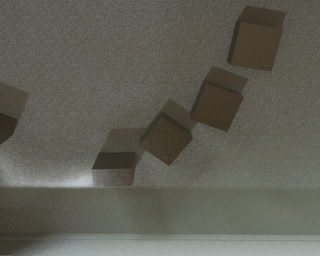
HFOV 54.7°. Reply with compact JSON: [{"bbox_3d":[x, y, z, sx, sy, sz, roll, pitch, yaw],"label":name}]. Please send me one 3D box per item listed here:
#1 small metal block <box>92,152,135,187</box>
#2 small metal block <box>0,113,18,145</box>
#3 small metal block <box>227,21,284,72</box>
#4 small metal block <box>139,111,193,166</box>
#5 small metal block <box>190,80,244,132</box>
[{"bbox_3d":[-0.061,0.055,0.417,0.050,0.050,0.025,-1,110,0],"label":"small metal block"},{"bbox_3d":[-0.221,-0.002,0.395,0.050,0.050,0.025,22,109,-8],"label":"small metal block"},{"bbox_3d":[0.114,-0.099,0.376,0.050,0.025,0.050,8,110,-3],"label":"small metal block"},{"bbox_3d":[0.008,0.014,0.417,0.050,0.025,0.050,35,106,-12],"label":"small metal block"},{"bbox_3d":[0.072,-0.029,0.401,0.050,0.025,0.050,19,109,-7],"label":"small metal block"}]
